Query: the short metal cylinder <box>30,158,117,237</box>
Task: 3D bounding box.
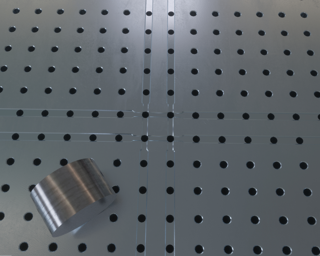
[{"bbox_3d":[-0.097,0.079,0.353,0.080,0.080,0.050,-34,74,-11],"label":"short metal cylinder"}]
